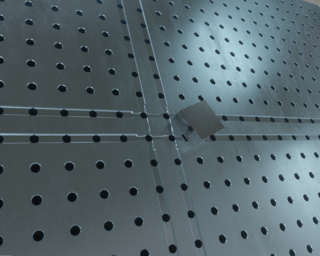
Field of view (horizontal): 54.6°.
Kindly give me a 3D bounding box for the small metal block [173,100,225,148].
[{"bbox_3d":[0.055,-0.007,0.441,0.050,0.025,0.050,-24,75,-36],"label":"small metal block"}]
